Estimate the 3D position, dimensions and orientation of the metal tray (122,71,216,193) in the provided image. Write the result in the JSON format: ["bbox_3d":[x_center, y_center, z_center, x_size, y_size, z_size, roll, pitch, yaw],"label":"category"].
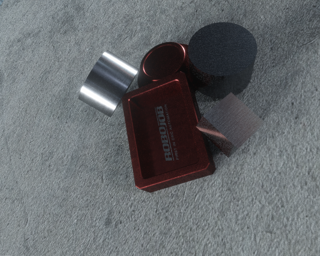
[{"bbox_3d":[0.007,0.004,0.381,0.090,0.030,0.130,-20,64,16],"label":"metal tray"}]

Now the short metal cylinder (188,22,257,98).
[{"bbox_3d":[0.076,-0.084,0.387,0.080,0.050,0.080,-3,64,7],"label":"short metal cylinder"}]

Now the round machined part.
[{"bbox_3d":[0.011,-0.083,0.440,0.098,0.042,0.098,-13,56,21],"label":"round machined part"}]

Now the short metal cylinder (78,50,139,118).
[{"bbox_3d":[-0.071,-0.062,0.437,0.050,0.080,0.080,31,74,-7],"label":"short metal cylinder"}]

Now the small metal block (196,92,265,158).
[{"bbox_3d":[0.078,-0.004,0.344,0.050,0.025,0.050,-38,76,-27],"label":"small metal block"}]
